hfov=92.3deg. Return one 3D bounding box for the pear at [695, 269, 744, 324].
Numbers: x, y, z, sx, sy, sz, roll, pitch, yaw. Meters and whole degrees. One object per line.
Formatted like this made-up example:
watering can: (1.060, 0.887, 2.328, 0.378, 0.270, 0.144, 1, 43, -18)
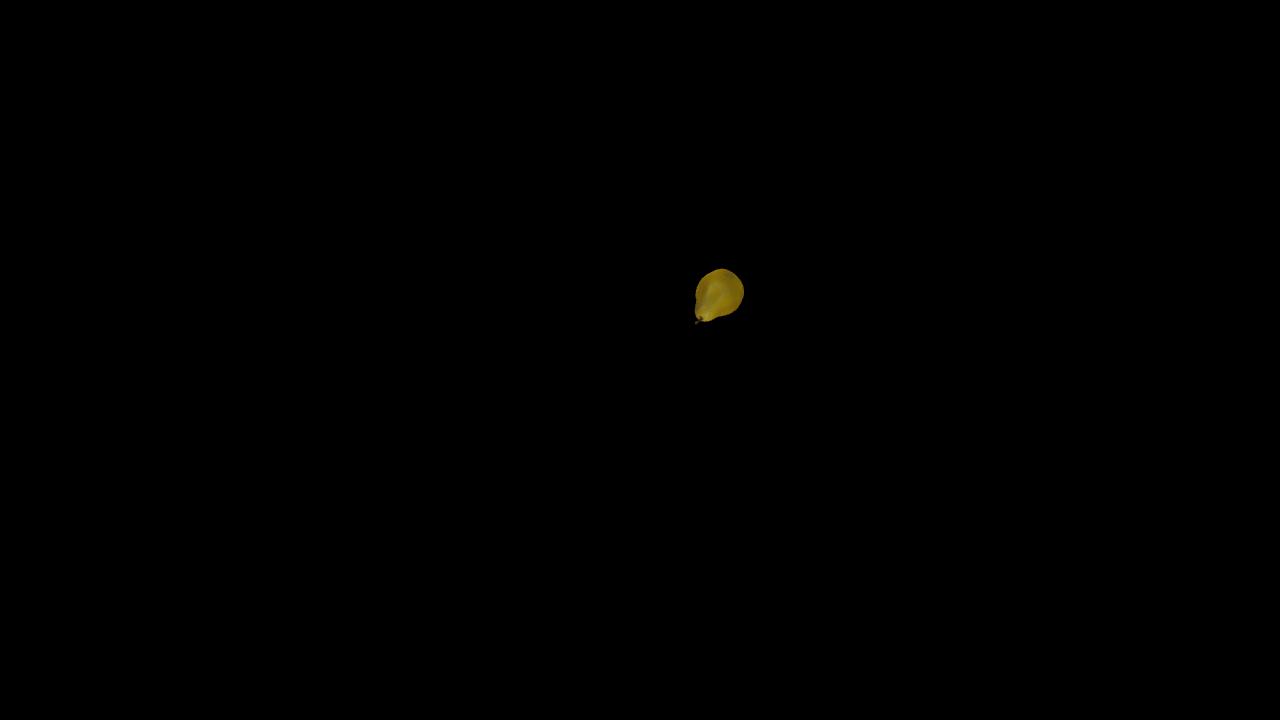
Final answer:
pear: (0.116, -0.090, 0.982, 0.080, 0.111, 0.080, 33, -19, 13)
